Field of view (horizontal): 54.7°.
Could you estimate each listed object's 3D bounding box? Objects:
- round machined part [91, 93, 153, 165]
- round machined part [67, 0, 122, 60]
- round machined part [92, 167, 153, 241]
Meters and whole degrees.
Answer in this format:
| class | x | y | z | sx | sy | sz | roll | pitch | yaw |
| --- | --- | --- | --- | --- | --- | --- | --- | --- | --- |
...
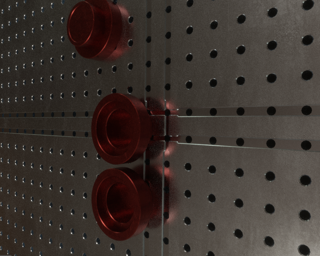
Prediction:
| class | x | y | z | sx | sy | sz | roll | pitch | yaw |
| --- | --- | --- | --- | --- | --- | --- | --- | --- | --- |
| round machined part | -0.049 | 0.001 | 0.437 | 0.098 | 0.042 | 0.097 | 0 | 90 | 39 |
| round machined part | -0.109 | -0.158 | 0.485 | 0.098 | 0.042 | 0.097 | 0 | 90 | 39 |
| round machined part | -0.049 | 0.103 | 0.436 | 0.098 | 0.042 | 0.097 | 0 | 90 | 39 |
